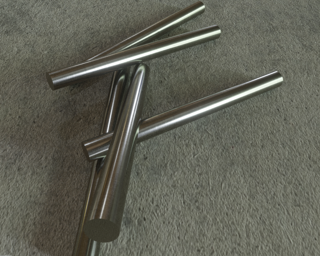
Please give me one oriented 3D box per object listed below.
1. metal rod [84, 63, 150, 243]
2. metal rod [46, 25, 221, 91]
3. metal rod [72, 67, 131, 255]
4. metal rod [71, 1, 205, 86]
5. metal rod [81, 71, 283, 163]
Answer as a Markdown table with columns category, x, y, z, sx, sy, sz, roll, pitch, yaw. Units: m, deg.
| category | x | y | z | sx | sy | sz | roll | pitch | yaw |
| --- | --- | --- | --- | --- | --- | --- | --- | --- | --- |
| metal rod | -0.034 | -0.008 | 0.342 | 0.025 | 0.025 | 0.300 | 2 | 32 | 2 |
| metal rod | -0.022 | -0.115 | 0.473 | 0.302 | 0.025 | 0.025 | -25 | 54 | -29 |
| metal rod | -0.065 | 0.015 | 0.389 | 0.025 | 0.025 | 0.300 | 2 | 50 | 2 |
| metal rod | -0.031 | -0.154 | 0.532 | 0.302 | 0.025 | 0.025 | -36 | 59 | -27 |
| metal rod | 0.046 | -0.023 | 0.405 | 0.302 | 0.025 | 0.025 | -21 | 53 | -24 |
